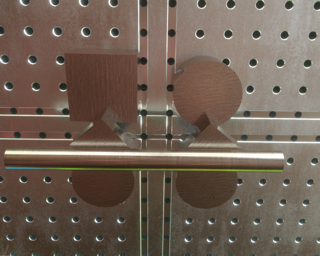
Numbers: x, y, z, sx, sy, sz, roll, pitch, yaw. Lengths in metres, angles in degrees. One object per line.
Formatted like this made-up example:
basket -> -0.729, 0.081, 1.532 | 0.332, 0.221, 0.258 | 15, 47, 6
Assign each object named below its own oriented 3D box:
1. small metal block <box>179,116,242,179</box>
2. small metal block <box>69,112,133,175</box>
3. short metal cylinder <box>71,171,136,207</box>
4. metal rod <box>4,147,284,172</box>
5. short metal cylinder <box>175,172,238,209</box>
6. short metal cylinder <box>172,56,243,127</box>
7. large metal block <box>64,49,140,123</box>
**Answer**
small metal block -> 0.059, 0.023, 0.369 | 0.050, 0.025, 0.050 | 39, 105, -13
small metal block -> -0.068, 0.018, 0.366 | 0.050, 0.025, 0.050 | -38, 106, 13
short metal cylinder -> -0.073, 0.059, 0.420 | 0.081, 0.050, 0.079 | 0, 110, 0
metal rod -> -0.016, 0.036, 0.346 | 0.302, 0.025, 0.025 | 1, 110, -1
short metal cylinder -> 0.061, 0.062, 0.423 | 0.081, 0.050, 0.079 | 0, 110, 0
short metal cylinder -> 0.056, -0.046, 0.383 | 0.081, 0.050, 0.079 | 0, 110, 0
large metal block -> -0.066, -0.053, 0.379 | 0.081, 0.050, 0.079 | 1, 110, -1
